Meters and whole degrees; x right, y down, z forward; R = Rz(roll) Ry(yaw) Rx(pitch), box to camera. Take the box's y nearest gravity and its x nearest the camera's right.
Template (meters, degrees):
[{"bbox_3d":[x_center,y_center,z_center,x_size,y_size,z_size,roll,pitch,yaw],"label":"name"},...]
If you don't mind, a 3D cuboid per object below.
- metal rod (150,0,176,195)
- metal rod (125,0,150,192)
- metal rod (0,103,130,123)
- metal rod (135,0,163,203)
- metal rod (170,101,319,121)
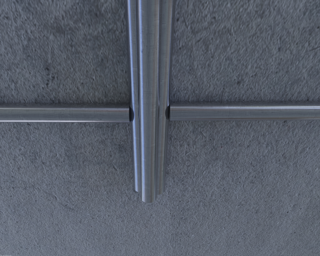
[{"bbox_3d":[-0.001,-0.017,0.395,0.025,0.025,0.298,1,130,-1],"label":"metal rod"},{"bbox_3d":[-0.025,-0.022,0.391,0.025,0.025,0.298,1,130,-1],"label":"metal rod"},{"bbox_3d":[-0.189,-0.019,0.389,0.302,0.025,0.025,0,130,-1],"label":"metal rod"},{"bbox_3d":[-0.014,-0.010,0.374,0.025,0.025,0.298,1,130,-1],"label":"metal rod"},{"bbox_3d":[0.163,-0.022,0.392,0.302,0.025,0.025,0,130,-1],"label":"metal rod"}]
